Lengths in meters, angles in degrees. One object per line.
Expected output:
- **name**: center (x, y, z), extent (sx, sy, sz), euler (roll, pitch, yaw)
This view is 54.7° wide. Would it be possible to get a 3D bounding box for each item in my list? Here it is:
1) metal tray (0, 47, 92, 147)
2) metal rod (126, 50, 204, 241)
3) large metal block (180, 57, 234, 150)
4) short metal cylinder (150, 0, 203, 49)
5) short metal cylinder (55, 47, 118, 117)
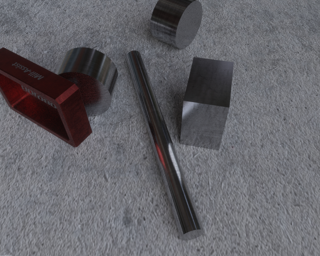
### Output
- **metal tray**: center (-0.152, -0.038, 0.390), extent (0.130, 0.090, 0.030), euler (27, 57, 21)
- **metal rod**: center (-0.005, -0.003, 0.405), extent (0.025, 0.025, 0.300), euler (-11, 51, -9)
- **large metal block**: center (0.059, -0.031, 0.393), extent (0.050, 0.080, 0.080), euler (9, 51, 8)
- **short metal cylinder**: center (0.028, -0.179, 0.518), extent (0.050, 0.080, 0.080), euler (29, 56, 22)
- **short metal cylinder**: center (-0.101, -0.061, 0.418), extent (0.080, 0.080, 0.050), euler (4, 50, 3)
